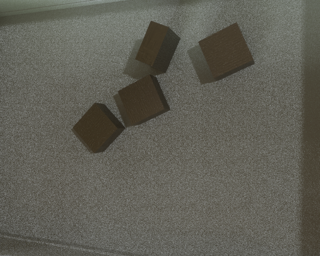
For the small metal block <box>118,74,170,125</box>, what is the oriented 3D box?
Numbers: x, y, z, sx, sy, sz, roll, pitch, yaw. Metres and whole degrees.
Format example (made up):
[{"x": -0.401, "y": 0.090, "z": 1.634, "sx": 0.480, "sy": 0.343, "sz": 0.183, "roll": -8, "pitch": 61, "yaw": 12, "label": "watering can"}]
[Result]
[{"x": -0.021, "y": -0.037, "z": 0.417, "sx": 0.050, "sy": 0.025, "sz": 0.050, "roll": -25, "pitch": 82, "yaw": 18, "label": "small metal block"}]

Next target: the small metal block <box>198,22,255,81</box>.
[{"x": 0.082, "y": -0.093, "z": 0.381, "sx": 0.050, "sy": 0.025, "sz": 0.050, "roll": -24, "pitch": 82, "yaw": 18, "label": "small metal block"}]

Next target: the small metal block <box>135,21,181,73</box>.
[{"x": -0.002, "y": -0.102, "z": 0.397, "sx": 0.025, "sy": 0.050, "sz": 0.050, "roll": 26, "pitch": 99, "yaw": 18, "label": "small metal block"}]

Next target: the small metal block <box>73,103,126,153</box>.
[{"x": -0.086, "y": 0.000, "z": 0.440, "sx": 0.050, "sy": 0.025, "sz": 0.050, "roll": -46, "pitch": 76, "yaw": 14, "label": "small metal block"}]
